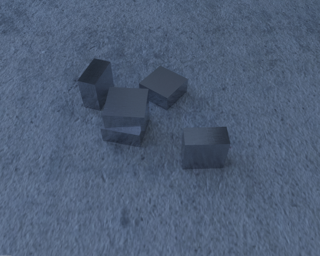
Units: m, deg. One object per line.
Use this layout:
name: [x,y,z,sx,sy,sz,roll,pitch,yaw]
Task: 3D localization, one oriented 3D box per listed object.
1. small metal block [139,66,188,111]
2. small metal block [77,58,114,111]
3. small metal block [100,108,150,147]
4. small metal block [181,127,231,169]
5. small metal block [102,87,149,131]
small metal block: [0.005,-0.059,0.453,0.050,0.025,0.050,30,56,22]
small metal block: [-0.089,-0.061,0.437,0.025,0.050,0.050,14,51,11]
small metal block: [-0.044,-0.006,0.408,0.050,0.025,0.050,10,51,8]
small metal block: [0.052,0.024,0.367,0.050,0.050,0.025,-1,50,-2]
small metal block: [-0.042,-0.025,0.391,0.050,0.025,0.050,3,50,2]
